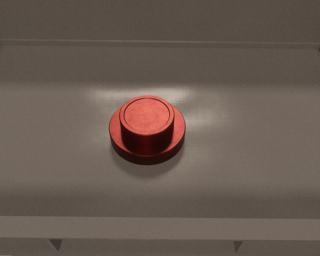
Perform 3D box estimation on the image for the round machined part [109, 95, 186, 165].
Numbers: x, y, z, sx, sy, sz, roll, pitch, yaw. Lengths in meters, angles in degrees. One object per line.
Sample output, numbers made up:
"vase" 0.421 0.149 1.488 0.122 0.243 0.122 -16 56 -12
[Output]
"round machined part" -0.016 -0.004 0.398 0.099 0.042 0.098 0 50 0
